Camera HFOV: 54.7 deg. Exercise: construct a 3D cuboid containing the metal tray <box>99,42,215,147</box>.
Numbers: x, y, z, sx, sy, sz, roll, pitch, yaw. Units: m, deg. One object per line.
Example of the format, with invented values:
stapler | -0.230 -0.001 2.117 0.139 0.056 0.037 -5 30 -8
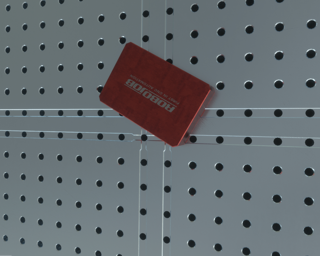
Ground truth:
metal tray | -0.006 -0.045 0.411 0.130 0.030 0.090 32 100 16
